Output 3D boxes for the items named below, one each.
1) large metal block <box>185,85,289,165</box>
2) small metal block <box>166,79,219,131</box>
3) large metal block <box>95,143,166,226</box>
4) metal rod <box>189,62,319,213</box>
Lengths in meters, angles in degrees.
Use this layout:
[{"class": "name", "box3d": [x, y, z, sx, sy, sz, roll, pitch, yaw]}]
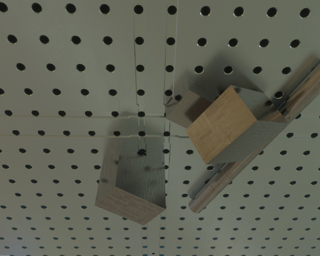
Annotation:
[{"class": "large metal block", "box3d": [0.092, -0.001, 0.373, 0.081, 0.050, 0.080, 3, 139, -46]}, {"class": "small metal block", "box3d": [0.042, -0.026, 0.390, 0.050, 0.025, 0.050, 25, 126, -20]}, {"class": "large metal block", "box3d": [-0.039, 0.080, 0.443, 0.080, 0.080, 0.050, 30, 124, -24]}, {"class": "metal rod", "box3d": [0.127, 0.033, 0.441, 0.025, 0.025, 0.298, 21, 127, -17]}]
